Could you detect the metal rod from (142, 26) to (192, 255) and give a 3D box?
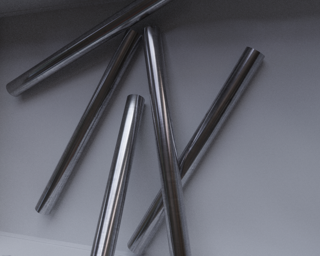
[{"bbox_3d":[0.007,0.015,0.387,0.025,0.025,0.299,-11,78,19],"label":"metal rod"}]

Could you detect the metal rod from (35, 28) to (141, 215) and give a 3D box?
[{"bbox_3d":[-0.106,-0.003,0.447,0.025,0.025,0.299,33,100,17],"label":"metal rod"}]

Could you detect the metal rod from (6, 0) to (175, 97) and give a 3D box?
[{"bbox_3d":[-0.107,-0.116,0.434,0.300,0.025,0.025,-24,82,23],"label":"metal rod"}]

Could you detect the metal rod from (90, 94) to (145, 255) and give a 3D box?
[{"bbox_3d":[-0.054,0.091,0.354,0.025,0.025,0.300,-2,60,20],"label":"metal rod"}]

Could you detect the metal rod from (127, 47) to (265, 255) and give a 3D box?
[{"bbox_3d":[0.040,0.036,0.396,0.025,0.025,0.299,33,101,17],"label":"metal rod"}]
